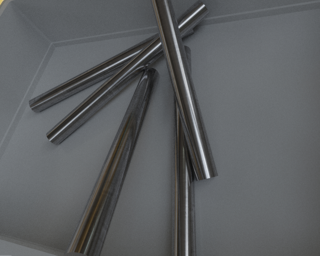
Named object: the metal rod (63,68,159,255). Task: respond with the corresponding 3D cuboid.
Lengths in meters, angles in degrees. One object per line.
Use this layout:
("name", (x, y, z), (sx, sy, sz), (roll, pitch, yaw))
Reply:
("metal rod", (-0.036, 0.009, 0.342), (0.025, 0.025, 0.301), (-14, 32, 20))

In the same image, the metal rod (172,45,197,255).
("metal rod", (0.028, 0.016, 0.379), (0.025, 0.025, 0.299), (-11, 57, 22))

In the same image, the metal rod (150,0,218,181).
("metal rod", (0.018, -0.087, 0.371), (0.025, 0.025, 0.299), (-17, 80, 18))

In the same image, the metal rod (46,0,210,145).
("metal rod", (-0.052, -0.078, 0.461), (0.300, 0.025, 0.025), (-39, 51, 8))

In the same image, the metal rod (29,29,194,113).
("metal rod", (-0.086, -0.098, 0.509), (0.301, 0.025, 0.025), (-24, 53, 12))
